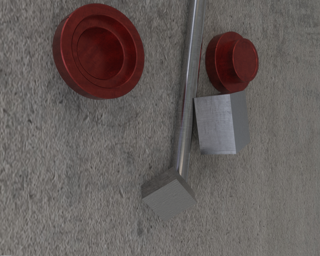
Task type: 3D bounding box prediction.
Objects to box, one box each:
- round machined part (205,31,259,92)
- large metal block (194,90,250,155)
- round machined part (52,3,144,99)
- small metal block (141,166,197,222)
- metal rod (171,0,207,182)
[{"bbox_3d":[0.121,-0.105,0.495,0.099,0.042,0.097,0,90,-40],"label":"round machined part"},{"bbox_3d":[0.093,-0.010,0.450,0.080,0.050,0.079,-19,103,-59],"label":"large metal block"},{"bbox_3d":[-0.069,-0.079,0.336,0.099,0.042,0.097,0,90,-40],"label":"round machined part"},{"bbox_3d":[0.011,0.085,0.397,0.050,0.025,0.050,-33,118,10],"label":"small metal block"},{"bbox_3d":[0.041,-0.062,0.438,0.025,0.025,0.298,11,83,-40],"label":"metal rod"}]
